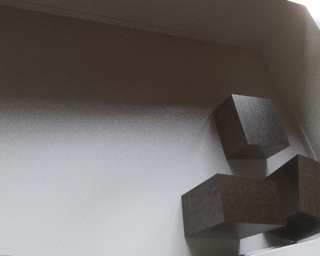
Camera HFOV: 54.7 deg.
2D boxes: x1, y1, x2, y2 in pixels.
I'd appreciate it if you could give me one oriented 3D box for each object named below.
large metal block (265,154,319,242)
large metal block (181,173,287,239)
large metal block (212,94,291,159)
[{"bbox_3d":[0.181,0.094,0.408,0.050,0.080,0.080,21,53,-4],"label":"large metal block"},{"bbox_3d":[0.081,0.094,0.358,0.081,0.080,0.050,11,57,-23],"label":"large metal block"},{"bbox_3d":[0.135,0.000,0.465,0.081,0.050,0.080,3,60,-27],"label":"large metal block"}]
